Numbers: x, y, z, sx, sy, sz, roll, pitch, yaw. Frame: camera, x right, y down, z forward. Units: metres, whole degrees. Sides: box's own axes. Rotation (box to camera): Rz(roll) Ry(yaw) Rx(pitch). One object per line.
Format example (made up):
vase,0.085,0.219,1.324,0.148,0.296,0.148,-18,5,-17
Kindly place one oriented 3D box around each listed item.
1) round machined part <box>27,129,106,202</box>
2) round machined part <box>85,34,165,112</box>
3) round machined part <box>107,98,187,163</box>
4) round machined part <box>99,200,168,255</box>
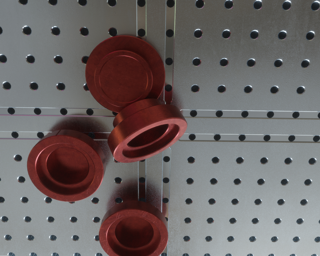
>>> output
round machined part,-0.122,0.047,0.420,0.099,0.042,0.097,0,110,-1
round machined part,-0.042,-0.063,0.380,0.099,0.042,0.097,0,110,-1
round machined part,-0.019,0.000,0.385,0.098,0.098,0.042,-33,66,11
round machined part,-0.037,0.148,0.459,0.099,0.042,0.097,0,110,-1
